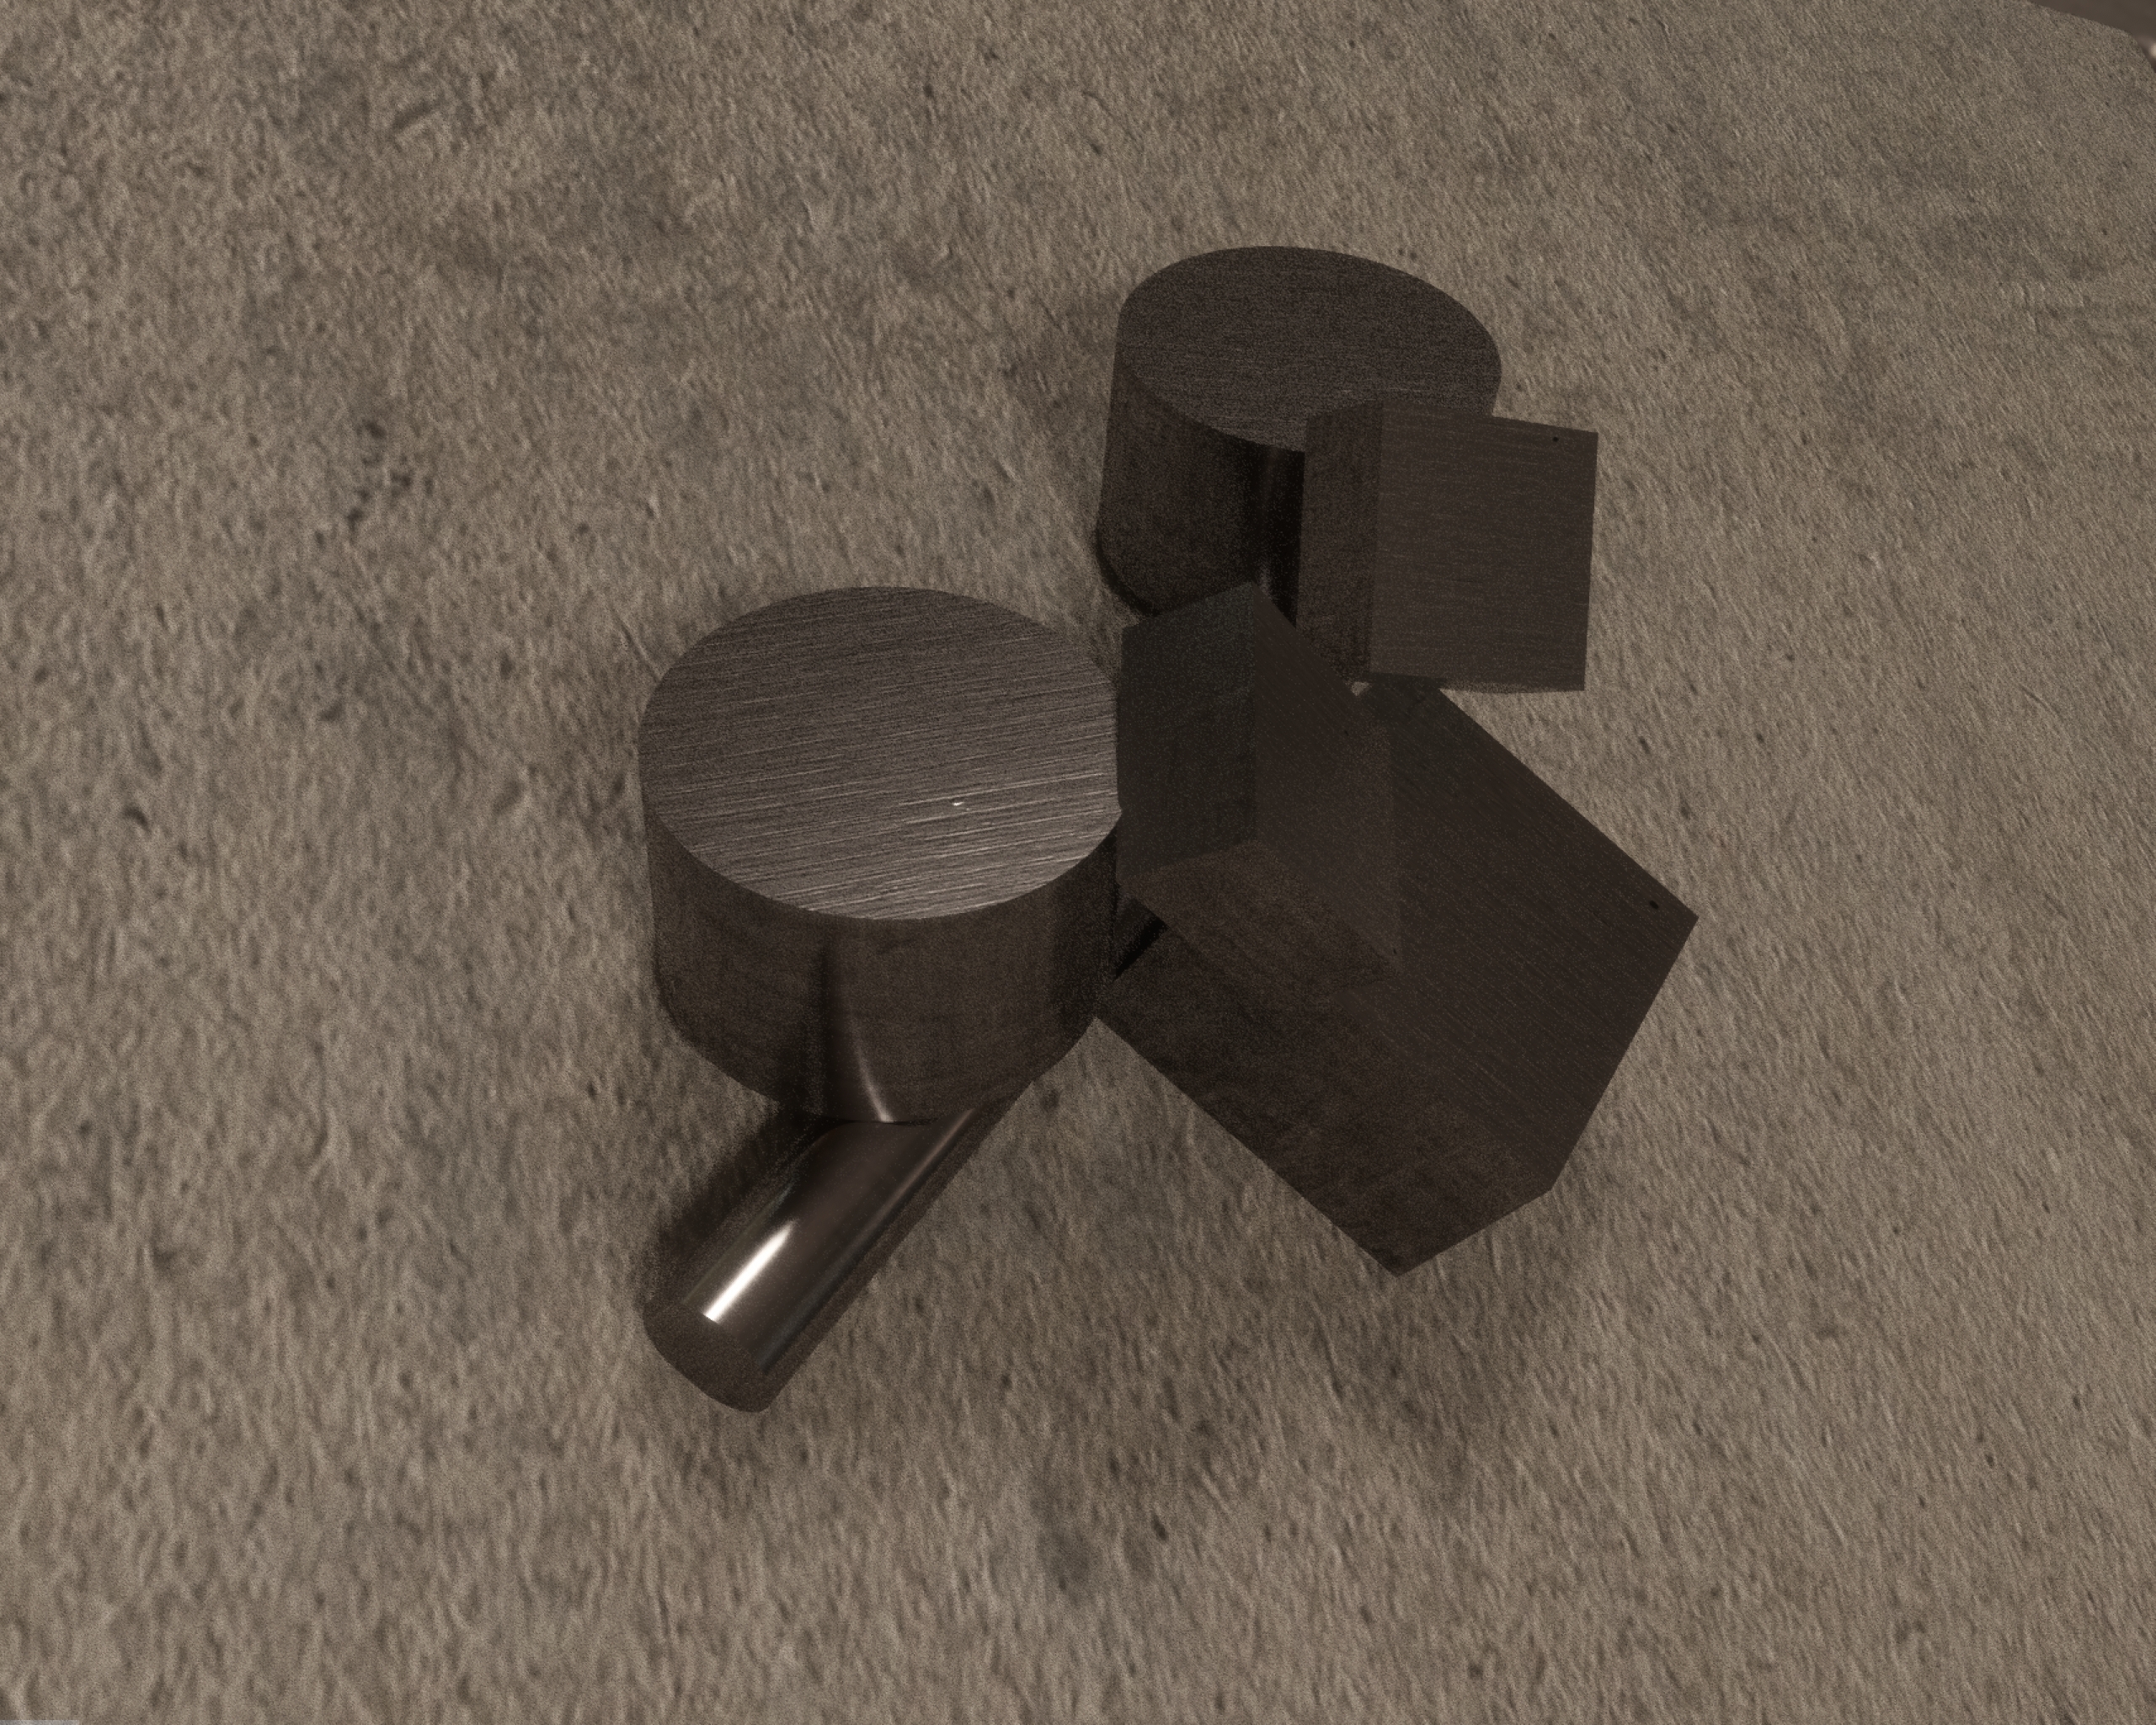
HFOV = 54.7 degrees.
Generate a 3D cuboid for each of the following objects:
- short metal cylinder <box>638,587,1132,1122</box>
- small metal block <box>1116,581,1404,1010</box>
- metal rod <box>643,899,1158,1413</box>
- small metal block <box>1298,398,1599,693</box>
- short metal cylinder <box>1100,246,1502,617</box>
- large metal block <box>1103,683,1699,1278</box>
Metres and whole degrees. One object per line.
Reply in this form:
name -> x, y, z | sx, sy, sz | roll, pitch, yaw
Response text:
short metal cylinder -> -0.032, -0.003, 0.357 | 0.081, 0.050, 0.080 | 3, 45, -3
small metal block -> 0.031, -0.010, 0.350 | 0.050, 0.025, 0.050 | 40, 42, -45
metal rod -> 0.019, -0.010, 0.423 | 0.025, 0.025, 0.301 | 42, 51, 0
small metal block -> 0.071, -0.059, 0.401 | 0.050, 0.025, 0.050 | 2, 91, -28
short metal cylinder -> 0.047, -0.091, 0.453 | 0.081, 0.050, 0.080 | 3, 45, -3
large metal block -> 0.063, 0.020, 0.411 | 0.080, 0.050, 0.080 | 41, 51, 0
